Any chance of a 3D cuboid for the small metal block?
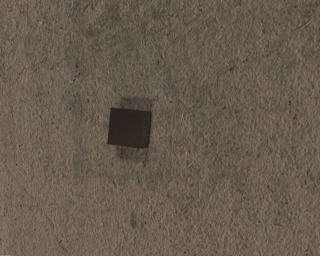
[{"bbox_3d":[-0.041,0.000,0.423,0.050,0.025,0.050,6,92,19],"label":"small metal block"}]
